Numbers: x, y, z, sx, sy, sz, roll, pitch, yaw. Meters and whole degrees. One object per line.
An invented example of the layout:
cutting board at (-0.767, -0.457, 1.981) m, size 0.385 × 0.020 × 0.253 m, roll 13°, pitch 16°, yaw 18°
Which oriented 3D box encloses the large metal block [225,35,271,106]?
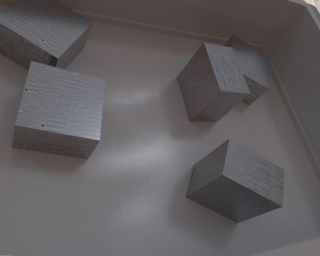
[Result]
large metal block at (0.138, -0.098, 0.526) m, size 0.080 × 0.050 × 0.080 m, roll 27°, pitch 52°, yaw -12°

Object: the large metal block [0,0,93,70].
large metal block at (-0.144, -0.115, 0.383) m, size 0.080 × 0.050 × 0.080 m, roll 32°, pitch 51°, yaw -8°

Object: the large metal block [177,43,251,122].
large metal block at (0.074, -0.063, 0.451) m, size 0.050 × 0.080 × 0.080 m, roll 1°, pitch 61°, yaw -28°

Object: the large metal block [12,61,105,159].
large metal block at (-0.110, -0.017, 0.342) m, size 0.081 × 0.050 × 0.080 m, roll 12°, pitch 57°, yaw -22°

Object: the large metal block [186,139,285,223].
large metal block at (0.091, 0.068, 0.380) m, size 0.080 × 0.080 × 0.050 m, roll 29°, pitch 52°, yaw -11°
